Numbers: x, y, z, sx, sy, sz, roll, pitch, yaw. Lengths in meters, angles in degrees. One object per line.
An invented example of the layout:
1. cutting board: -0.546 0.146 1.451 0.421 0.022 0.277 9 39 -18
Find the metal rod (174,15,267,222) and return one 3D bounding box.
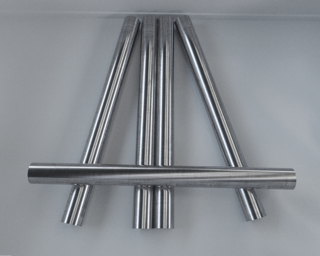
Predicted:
1. metal rod: 0.074 -0.027 0.419 0.025 0.025 0.299 -15 71 -5

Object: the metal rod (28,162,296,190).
1. metal rod: 0.002 0.056 0.360 0.302 0.025 0.025 1 70 0

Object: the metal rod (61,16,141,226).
1. metal rod: -0.073 -0.024 0.416 0.025 0.025 0.299 12 70 4

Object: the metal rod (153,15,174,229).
1. metal rod: 0.007 -0.022 0.416 0.025 0.025 0.299 1 70 0

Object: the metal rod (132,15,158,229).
1. metal rod: -0.018 -0.022 0.416 0.025 0.025 0.299 1 70 0
